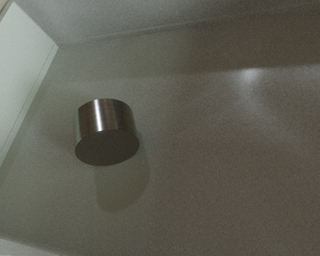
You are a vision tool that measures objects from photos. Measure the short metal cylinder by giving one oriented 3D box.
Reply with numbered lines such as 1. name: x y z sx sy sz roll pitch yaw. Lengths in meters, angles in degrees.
1. short metal cylinder: -0.071 0.007 0.404 0.080 0.080 0.050 -25 53 13
